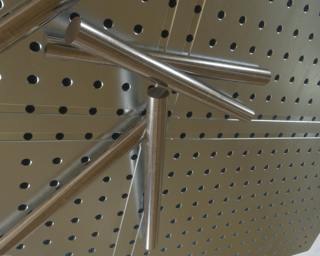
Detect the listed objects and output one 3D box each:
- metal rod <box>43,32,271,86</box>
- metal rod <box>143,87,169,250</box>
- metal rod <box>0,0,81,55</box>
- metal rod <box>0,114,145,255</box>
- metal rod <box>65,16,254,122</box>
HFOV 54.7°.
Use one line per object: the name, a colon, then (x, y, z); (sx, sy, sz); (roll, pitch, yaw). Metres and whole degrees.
metal rod: (0.020, -0.077, 0.375); (0.303, 0.025, 0.025); (1, 118, -30)
metal rod: (-0.009, 0.078, 0.435); (0.025, 0.025, 0.298); (-14, 131, -21)
metal rod: (-0.048, -0.154, 0.290); (0.301, 0.025, 0.025); (-36, 130, -4)
metal rod: (-0.117, 0.081, 0.397); (0.300, 0.025, 0.025); (-40, 130, -1)
metal rod: (0.029, -0.052, 0.369); (0.302, 0.025, 0.025); (17, 110, -44)
